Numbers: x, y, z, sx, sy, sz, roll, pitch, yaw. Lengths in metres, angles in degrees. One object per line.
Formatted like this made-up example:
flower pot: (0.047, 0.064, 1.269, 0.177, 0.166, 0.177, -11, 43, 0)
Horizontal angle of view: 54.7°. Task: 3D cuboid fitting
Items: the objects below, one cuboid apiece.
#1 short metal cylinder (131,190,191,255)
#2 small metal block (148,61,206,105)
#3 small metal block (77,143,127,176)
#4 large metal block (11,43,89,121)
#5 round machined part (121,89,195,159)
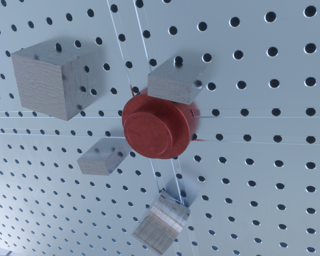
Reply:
short metal cylinder: (0.001, 0.139, 0.460, 0.050, 0.080, 0.079, 36, 129, 4)
small metal block: (0.020, -0.053, 0.351, 0.050, 0.050, 0.025, 15, 124, 19)
small metal block: (-0.087, 0.046, 0.467, 0.050, 0.050, 0.025, -2, 118, 29)
large metal block: (-0.150, -0.065, 0.432, 0.080, 0.050, 0.079, 17, 125, 18)
round machined part: (-0.008, 0.001, 0.404, 0.098, 0.042, 0.097, 13, 124, 20)
